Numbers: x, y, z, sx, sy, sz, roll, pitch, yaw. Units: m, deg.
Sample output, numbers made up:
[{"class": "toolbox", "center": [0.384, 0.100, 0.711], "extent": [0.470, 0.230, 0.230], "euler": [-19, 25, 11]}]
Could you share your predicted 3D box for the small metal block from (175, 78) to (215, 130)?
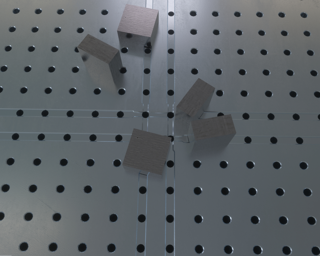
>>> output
[{"class": "small metal block", "center": [0.045, -0.030, 0.410], "extent": [0.025, 0.050, 0.050], "euler": [34, 74, 12]}]

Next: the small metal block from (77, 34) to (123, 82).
[{"class": "small metal block", "center": [-0.082, -0.097, 0.433], "extent": [0.050, 0.050, 0.025], "euler": [29, 73, 10]}]

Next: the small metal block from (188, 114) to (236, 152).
[{"class": "small metal block", "center": [0.064, 0.007, 0.396], "extent": [0.050, 0.050, 0.025], "euler": [-10, 71, -4]}]

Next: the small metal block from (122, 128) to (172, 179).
[{"class": "small metal block", "center": [-0.016, 0.033, 0.400], "extent": [0.050, 0.025, 0.050], "euler": [14, 71, 5]}]

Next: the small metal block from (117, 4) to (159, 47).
[{"class": "small metal block", "center": [-0.032, -0.155, 0.468], "extent": [0.050, 0.025, 0.050], "euler": [13, 70, 4]}]
